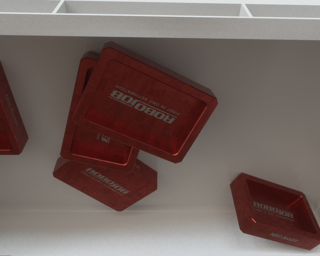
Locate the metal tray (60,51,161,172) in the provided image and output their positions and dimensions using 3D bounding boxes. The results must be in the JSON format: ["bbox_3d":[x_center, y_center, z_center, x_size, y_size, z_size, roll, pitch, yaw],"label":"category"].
[{"bbox_3d":[-0.060,-0.015,0.370,0.091,0.030,0.129,14,114,-12],"label":"metal tray"}]

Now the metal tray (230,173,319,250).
[{"bbox_3d":[0.178,0.128,0.477,0.131,0.090,0.030,19,127,-16],"label":"metal tray"}]

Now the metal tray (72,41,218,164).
[{"bbox_3d":[-0.016,-0.024,0.336,0.131,0.030,0.089,23,112,-16],"label":"metal tray"}]

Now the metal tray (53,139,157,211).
[{"bbox_3d":[-0.079,0.070,0.464,0.090,0.030,0.130,-37,122,26],"label":"metal tray"}]

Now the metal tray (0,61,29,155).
[{"bbox_3d":[-0.229,-0.022,0.383,0.091,0.030,0.129,0,130,-1],"label":"metal tray"}]
